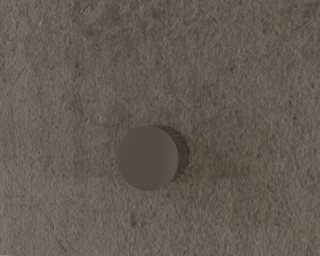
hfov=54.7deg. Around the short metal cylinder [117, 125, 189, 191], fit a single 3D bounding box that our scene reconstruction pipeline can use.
[{"bbox_3d":[-0.008,0.036,0.398,0.080,0.050,0.079,0,90,19],"label":"short metal cylinder"}]
